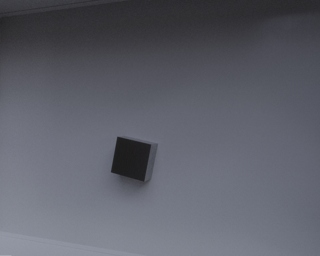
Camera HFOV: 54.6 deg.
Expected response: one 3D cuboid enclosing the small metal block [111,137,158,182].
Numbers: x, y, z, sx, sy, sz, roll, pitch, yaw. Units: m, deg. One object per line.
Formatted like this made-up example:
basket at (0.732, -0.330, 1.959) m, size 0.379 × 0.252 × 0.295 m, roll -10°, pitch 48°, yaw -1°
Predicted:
small metal block at (-0.035, 0.041, 0.423) m, size 0.050 × 0.025 × 0.050 m, roll 12°, pitch 94°, yaw 19°
